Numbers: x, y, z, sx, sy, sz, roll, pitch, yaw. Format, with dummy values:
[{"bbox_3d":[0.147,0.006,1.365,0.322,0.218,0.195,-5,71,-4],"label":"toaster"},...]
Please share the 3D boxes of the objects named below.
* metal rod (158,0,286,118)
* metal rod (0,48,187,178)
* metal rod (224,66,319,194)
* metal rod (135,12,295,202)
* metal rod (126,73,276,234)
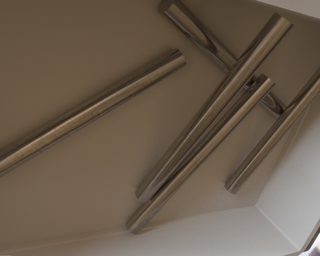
[{"bbox_3d":[0.110,-0.075,0.424,0.301,0.025,0.025,29,102,-38],"label":"metal rod"},{"bbox_3d":[-0.102,-0.006,0.350,0.301,0.025,0.025,-32,129,-8],"label":"metal rod"},{"bbox_3d":[0.194,-0.007,0.481,0.025,0.025,0.298,12,122,-34],"label":"metal rod"},{"bbox_3d":[0.052,-0.007,0.391,0.025,0.025,0.298,15,124,-35],"label":"metal rod"},{"bbox_3d":[0.051,0.045,0.449,0.025,0.025,0.299,30,107,-38],"label":"metal rod"}]
